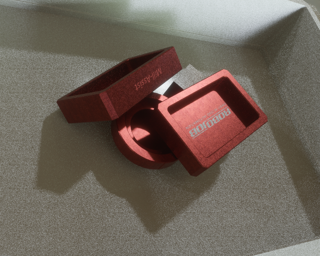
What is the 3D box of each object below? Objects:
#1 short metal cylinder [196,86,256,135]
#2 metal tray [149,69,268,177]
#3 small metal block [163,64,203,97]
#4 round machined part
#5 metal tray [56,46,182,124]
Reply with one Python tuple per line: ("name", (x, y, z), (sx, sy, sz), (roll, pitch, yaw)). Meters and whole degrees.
("short metal cylinder", (0.096, -0.023, 0.455), (0.081, 0.050, 0.080), (14, 56, -21))
("metal tray", (0.063, -0.011, 0.382), (0.131, 0.030, 0.090), (-31, 78, -34))
("small metal block", (0.029, -0.056, 0.438), (0.025, 0.050, 0.050), (40, 49, -2))
("round machined part", (-0.014, 0.006, 0.384), (0.099, 0.042, 0.098), (14, 56, -21))
("metal tray", (-0.045, -0.052, 0.369), (0.131, 0.090, 0.030), (-43, 119, -40))
